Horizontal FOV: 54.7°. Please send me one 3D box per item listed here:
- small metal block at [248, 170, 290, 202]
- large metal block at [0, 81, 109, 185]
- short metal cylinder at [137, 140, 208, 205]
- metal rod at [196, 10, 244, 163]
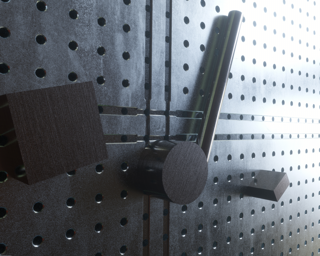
[{"bbox_3d":[0.197,0.103,0.558,0.050,0.050,0.025,-39,114,-33],"label":"small metal block"},{"bbox_3d":[-0.106,0.001,0.304,0.081,0.050,0.079,-17,101,-39],"label":"large metal block"},{"bbox_3d":[0.017,0.056,0.408,0.081,0.050,0.079,0,90,-40],"label":"short metal cylinder"},{"bbox_3d":[0.086,-0.047,0.481,0.025,0.025,0.299,26,74,-37],"label":"metal rod"}]
